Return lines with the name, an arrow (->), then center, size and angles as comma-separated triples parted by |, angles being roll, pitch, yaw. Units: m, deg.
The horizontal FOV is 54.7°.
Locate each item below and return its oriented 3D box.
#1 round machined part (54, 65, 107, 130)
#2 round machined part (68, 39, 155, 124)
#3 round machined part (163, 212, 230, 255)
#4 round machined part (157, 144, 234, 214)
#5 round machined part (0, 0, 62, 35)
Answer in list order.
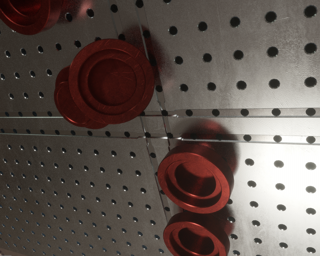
round machined part -> -0.106, -0.040, 0.429 | 0.098, 0.042, 0.097 | 13, 124, 20
round machined part -> -0.057, -0.055, 0.374 | 0.099, 0.042, 0.097 | -1, 99, -6
round machined part -> 0.058, 0.164, 0.470 | 0.098, 0.042, 0.097 | 13, 124, 20
round machined part -> 0.050, 0.062, 0.412 | 0.098, 0.042, 0.097 | 13, 124, 20
round machined part -> -0.160, -0.168, 0.379 | 0.098, 0.042, 0.097 | 13, 124, 20
